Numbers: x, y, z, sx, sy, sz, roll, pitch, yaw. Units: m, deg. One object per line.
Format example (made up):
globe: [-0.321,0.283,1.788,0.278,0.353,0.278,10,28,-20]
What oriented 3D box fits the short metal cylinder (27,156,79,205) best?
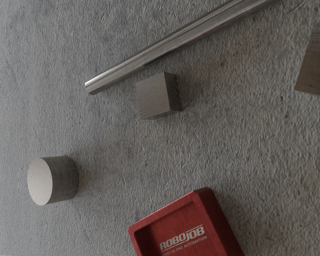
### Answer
short metal cylinder: [-0.187,0.090,0.539,0.080,0.050,0.079,0,90,39]

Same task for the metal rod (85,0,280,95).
metal rod: [0.003,-0.102,0.400,0.300,0.025,0.025,-19,78,38]

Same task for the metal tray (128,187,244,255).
metal tray: [0.025,0.140,0.379,0.130,0.030,0.090,-38,67,33]

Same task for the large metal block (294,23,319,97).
large metal block: [0.162,-0.041,0.235,0.080,0.081,0.050,21,104,37]

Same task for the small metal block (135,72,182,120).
small metal block: [-0.002,-0.041,0.405,0.050,0.025,0.050,-15,81,38]
